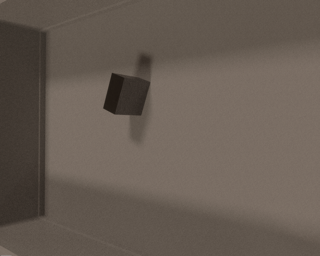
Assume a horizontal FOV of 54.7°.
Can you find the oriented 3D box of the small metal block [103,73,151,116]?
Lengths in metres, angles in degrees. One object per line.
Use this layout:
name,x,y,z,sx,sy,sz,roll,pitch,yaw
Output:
small metal block,-0.045,-0.045,0.426,0.025,0.050,0.050,27,107,36
